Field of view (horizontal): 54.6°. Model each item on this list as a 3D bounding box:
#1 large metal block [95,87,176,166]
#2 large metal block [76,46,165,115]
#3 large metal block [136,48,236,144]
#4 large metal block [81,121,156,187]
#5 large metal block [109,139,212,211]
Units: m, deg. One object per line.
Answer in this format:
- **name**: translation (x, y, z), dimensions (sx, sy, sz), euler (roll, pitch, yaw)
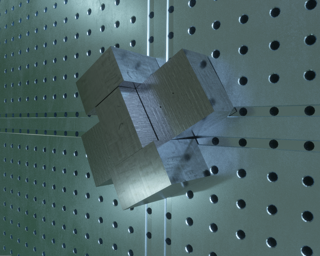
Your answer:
- **large metal block**: translation (-0.025, -0.002, 0.395), dimensions (0.050, 0.081, 0.080), euler (-35, 68, 34)
- **large metal block**: translation (-0.051, -0.058, 0.416), dimensions (0.080, 0.081, 0.050), euler (-35, 68, 35)
- **large metal block**: translation (0.029, -0.034, 0.369), dimensions (0.080, 0.050, 0.080), euler (-35, 70, 34)
- **large metal block**: translation (-0.060, 0.030, 0.445), dimensions (0.080, 0.050, 0.080), euler (-33, 69, 35)
- **large metal block**: translation (0.001, 0.054, 0.374), dimensions (0.080, 0.081, 0.050), euler (-35, 68, 34)
